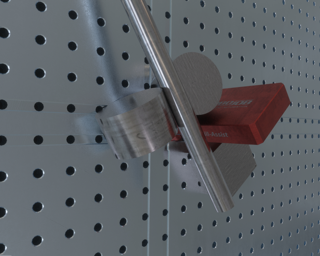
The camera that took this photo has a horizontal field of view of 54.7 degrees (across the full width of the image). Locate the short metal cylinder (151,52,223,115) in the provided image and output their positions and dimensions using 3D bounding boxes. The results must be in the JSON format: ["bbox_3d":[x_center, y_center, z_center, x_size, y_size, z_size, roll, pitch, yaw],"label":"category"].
[{"bbox_3d":[0.035,-0.054,0.410,0.081,0.050,0.080,2,85,-25],"label":"short metal cylinder"}]

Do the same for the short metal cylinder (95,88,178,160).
[{"bbox_3d":[-0.026,-0.007,0.352,0.081,0.080,0.050,-35,112,-34],"label":"short metal cylinder"}]

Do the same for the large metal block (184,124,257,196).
[{"bbox_3d":[0.095,0.048,0.473,0.080,0.050,0.080,-40,115,-33],"label":"large metal block"}]

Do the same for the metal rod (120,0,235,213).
[{"bbox_3d":[0.017,-0.039,0.358,0.025,0.025,0.299,-30,99,-36],"label":"metal rod"}]

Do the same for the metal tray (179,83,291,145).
[{"bbox_3d":[0.095,-0.020,0.421,0.090,0.130,0.030,-45,118,-31],"label":"metal tray"}]
